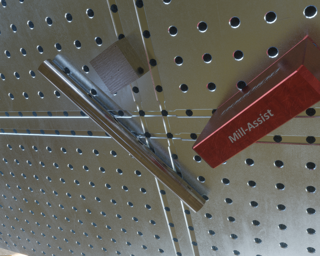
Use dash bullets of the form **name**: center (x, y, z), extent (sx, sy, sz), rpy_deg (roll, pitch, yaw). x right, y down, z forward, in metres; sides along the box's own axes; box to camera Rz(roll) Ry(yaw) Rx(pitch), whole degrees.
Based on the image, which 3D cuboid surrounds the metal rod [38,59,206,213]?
- **metal rod**: center (-0.053, 0.012, 0.444), extent (0.300, 0.025, 0.025), rpy_deg (42, 129, -2)

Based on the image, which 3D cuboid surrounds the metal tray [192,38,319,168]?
- **metal tray**: center (0.096, -0.022, 0.303), extent (0.030, 0.090, 0.129), rpy_deg (45, 129, -3)

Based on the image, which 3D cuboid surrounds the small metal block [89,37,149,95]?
- **small metal block**: center (-0.052, -0.077, 0.389), extent (0.050, 0.025, 0.050), rpy_deg (-25, 105, 36)
